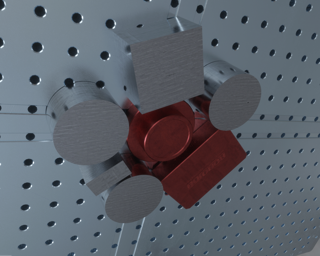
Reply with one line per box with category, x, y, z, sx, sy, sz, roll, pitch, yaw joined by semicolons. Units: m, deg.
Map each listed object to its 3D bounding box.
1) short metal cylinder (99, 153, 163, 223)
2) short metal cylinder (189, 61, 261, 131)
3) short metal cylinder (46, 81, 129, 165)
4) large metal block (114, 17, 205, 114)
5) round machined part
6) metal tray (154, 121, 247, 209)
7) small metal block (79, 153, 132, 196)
short metal cylinder;-0.042;0.081;0.421;0.081;0.050;0.079;-14;124;-21
short metal cylinder;0.086;-0.043;0.414;0.081;0.050;0.079;-14;124;-21
short metal cylinder;-0.081;-0.005;0.346;0.081;0.050;0.079;-14;124;-21
large metal block;0.001;-0.072;0.351;0.081;0.050;0.079;-20;126;-17
round machined part;0.003;0.004;0.404;0.099;0.042;0.097;-14;124;-21
metal tray;0.062;0.055;0.475;0.130;0.030;0.090;-42;129;0
small metal block;-0.070;0.048;0.385;0.050;0.050;0.025;-33;129;-7
